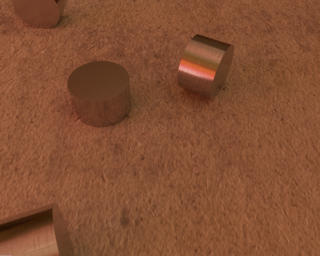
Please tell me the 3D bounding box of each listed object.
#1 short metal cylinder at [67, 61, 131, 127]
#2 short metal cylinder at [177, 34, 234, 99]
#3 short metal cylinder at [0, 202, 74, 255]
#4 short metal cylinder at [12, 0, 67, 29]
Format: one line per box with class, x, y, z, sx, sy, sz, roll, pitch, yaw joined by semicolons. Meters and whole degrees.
short metal cylinder;-0.081;-0.047;0.426;0.081;0.050;0.080;0;50;0
short metal cylinder;0.066;-0.087;0.442;0.050;0.080;0.080;24;54;18
short metal cylinder;-0.108;0.112;0.272;0.050;0.080;0.080;-16;52;-13
short metal cylinder;-0.214;-0.228;0.556;0.080;0.080;0.050;3;50;2
